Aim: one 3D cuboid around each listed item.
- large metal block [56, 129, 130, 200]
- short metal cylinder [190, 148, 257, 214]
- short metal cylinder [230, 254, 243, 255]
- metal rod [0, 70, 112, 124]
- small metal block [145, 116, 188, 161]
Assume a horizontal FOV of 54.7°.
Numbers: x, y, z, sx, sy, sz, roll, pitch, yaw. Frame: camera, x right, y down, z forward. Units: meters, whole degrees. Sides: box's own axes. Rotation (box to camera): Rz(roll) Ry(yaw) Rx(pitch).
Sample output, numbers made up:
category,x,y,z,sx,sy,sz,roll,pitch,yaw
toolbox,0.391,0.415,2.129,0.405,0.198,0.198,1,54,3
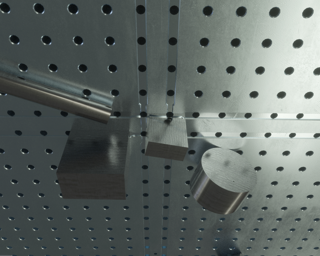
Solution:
category,x,y,z,sx,sy,sz,roll,pitch,yaw
large metal block,-0.084,0.048,0.415,0.081,0.080,0.050,1,130,-1
short metal cylinder,0.088,0.074,0.439,0.081,0.080,0.050,11,129,-10
short metal cylinder,0.155,0.306,0.638,0.050,0.080,0.080,-22,127,18
metal rod,-0.204,-0.060,0.357,0.302,0.025,0.025,18,128,-15
small metal block,0.008,0.013,0.407,0.050,0.050,0.025,9,130,-8
